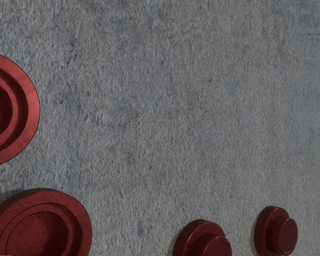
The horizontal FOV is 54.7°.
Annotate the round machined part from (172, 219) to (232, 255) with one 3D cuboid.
[{"bbox_3d":[0.068,0.187,0.451,0.099,0.042,0.097,0,90,-40],"label":"round machined part"}]

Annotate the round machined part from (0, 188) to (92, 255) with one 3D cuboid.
[{"bbox_3d":[-0.119,0.106,0.294,0.099,0.042,0.097,0,90,-40],"label":"round machined part"}]

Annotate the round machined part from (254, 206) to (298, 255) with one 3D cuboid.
[{"bbox_3d":[0.222,0.199,0.580,0.099,0.042,0.097,0,90,-40],"label":"round machined part"}]

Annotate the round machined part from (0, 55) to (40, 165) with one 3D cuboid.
[{"bbox_3d":[-0.158,-0.015,0.261,0.099,0.042,0.097,0,90,-40],"label":"round machined part"}]
